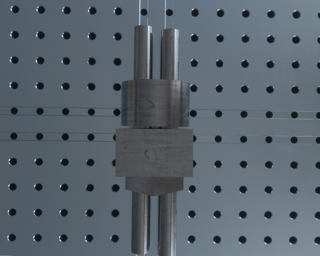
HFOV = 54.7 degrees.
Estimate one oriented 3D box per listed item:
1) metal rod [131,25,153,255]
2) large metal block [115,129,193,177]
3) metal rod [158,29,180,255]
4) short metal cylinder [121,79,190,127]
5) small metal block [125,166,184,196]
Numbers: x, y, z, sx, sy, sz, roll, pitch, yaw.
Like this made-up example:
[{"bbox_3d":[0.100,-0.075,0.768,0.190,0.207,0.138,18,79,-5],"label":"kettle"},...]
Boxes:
[{"bbox_3d":[-0.024,0.015,0.414,0.025,0.025,0.298,1,90,-1],"label":"metal rod"},{"bbox_3d":[-0.006,0.026,0.361,0.081,0.080,0.050,0,90,-1],"label":"large metal block"},{"bbox_3d":[0.012,0.020,0.415,0.025,0.025,0.298,1,90,-1],"label":"metal rod"},{"bbox_3d":[-0.005,-0.027,0.365,0.081,0.080,0.050,1,90,-1],"label":"short metal cylinder"},{"bbox_3d":[-0.007,0.063,0.378,0.050,0.050,0.025,1,90,-45],"label":"small metal block"}]
